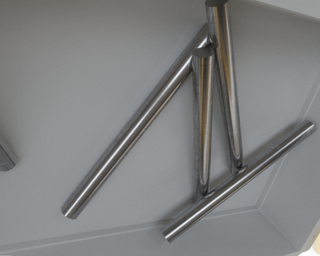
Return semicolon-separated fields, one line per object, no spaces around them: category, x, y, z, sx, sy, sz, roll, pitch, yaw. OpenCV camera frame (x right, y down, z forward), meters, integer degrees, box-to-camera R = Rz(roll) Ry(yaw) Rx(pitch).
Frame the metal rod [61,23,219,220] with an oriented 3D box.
metal rod;-0.028;-0.003;0.392;0.025;0.025;0.299;32;100;-39

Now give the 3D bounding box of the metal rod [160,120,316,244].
metal rod;0.130;0.081;0.496;0.301;0.025;0.025;-35;129;-10

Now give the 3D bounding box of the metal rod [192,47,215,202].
metal rod;0.061;0.029;0.444;0.025;0.025;0.298;-20;132;-17

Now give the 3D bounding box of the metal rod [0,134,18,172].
metal rod;-0.160;-0.038;0.213;0.025;0.025;0.299;-21;154;-16

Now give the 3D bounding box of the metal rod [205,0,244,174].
metal rod;0.095;-0.030;0.424;0.025;0.025;0.299;-29;135;-10
